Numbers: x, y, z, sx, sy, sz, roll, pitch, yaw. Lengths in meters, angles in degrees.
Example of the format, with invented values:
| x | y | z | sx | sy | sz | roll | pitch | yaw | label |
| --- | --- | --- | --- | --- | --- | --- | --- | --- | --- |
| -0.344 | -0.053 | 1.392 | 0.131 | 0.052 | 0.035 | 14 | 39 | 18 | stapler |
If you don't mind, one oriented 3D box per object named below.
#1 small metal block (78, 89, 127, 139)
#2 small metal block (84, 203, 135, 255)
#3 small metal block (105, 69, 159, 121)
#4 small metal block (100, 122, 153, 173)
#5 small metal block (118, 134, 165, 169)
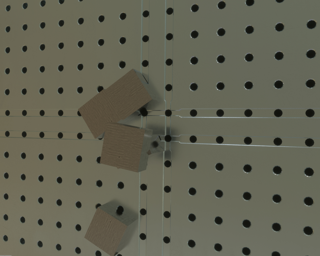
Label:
| x | y | z | sx | sy | sz | roll | pitch | yaw | label |
| --- | --- | --- | --- | --- | --- | --- | --- | --- | --- |
| -0.079 | -0.020 | 0.439 | 0.050 | 0.025 | 0.050 | -35 | 79 | 16 | small metal block |
| -0.071 | 0.143 | 0.436 | 0.050 | 0.025 | 0.050 | 27 | 99 | 17 | small metal block |
| -0.039 | -0.045 | 0.425 | 0.050 | 0.025 | 0.050 | -35 | 79 | 16 | small metal block |
| -0.040 | 0.022 | 0.373 | 0.050 | 0.025 | 0.050 | 11 | 93 | 19 | small metal block |
| -0.028 | 0.030 | 0.408 | 0.050 | 0.050 | 0.025 | -25 | 82 | 18 | small metal block |
